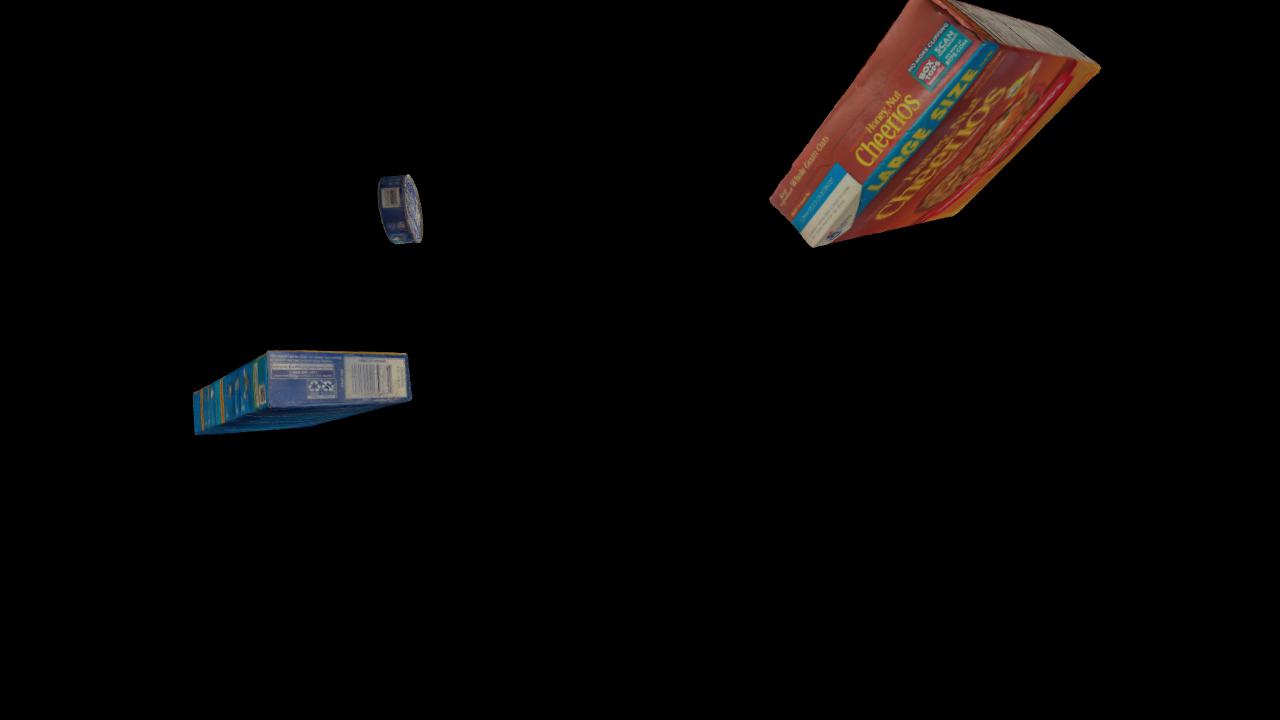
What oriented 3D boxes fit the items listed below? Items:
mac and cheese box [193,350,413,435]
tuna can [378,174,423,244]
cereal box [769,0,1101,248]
[{"bbox_3d":[-0.257,0.027,0.459,0.184,0.041,0.093,-13,-7,41],"label":"mac and cheese box"},{"bbox_3d":[-0.299,-0.188,0.770,0.034,0.084,0.084,-7,1,-7],"label":"tuna can"},{"bbox_3d":[0.288,-0.219,0.593,0.306,0.081,0.203,-19,-26,-39],"label":"cereal box"}]
